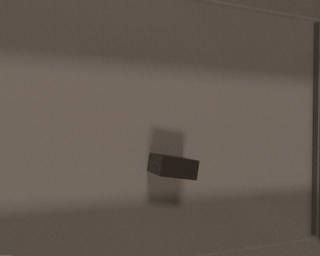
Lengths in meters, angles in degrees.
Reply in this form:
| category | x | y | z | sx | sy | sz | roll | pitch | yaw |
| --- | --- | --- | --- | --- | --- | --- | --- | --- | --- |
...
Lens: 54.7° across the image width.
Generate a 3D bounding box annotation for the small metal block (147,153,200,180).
| category | x | y | z | sx | sy | sz | roll | pitch | yaw |
| --- | --- | --- | --- | --- | --- | --- | --- | --- | --- |
| small metal block | 0.016 | 0.050 | 0.404 | 0.050 | 0.050 | 0.025 | 10 | 87 | -20 |
